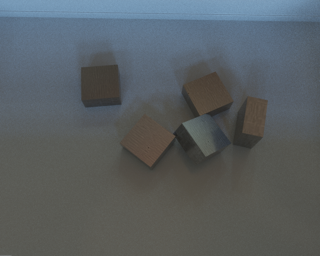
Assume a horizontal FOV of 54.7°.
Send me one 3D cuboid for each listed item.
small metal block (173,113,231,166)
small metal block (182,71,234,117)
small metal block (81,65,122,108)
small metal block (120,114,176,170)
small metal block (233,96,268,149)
[{"bbox_3d":[0.054,0.013,0.394,0.050,0.025,0.050,-21,69,-38],"label":"small metal block"},{"bbox_3d":[0.064,-0.043,0.426,0.050,0.025,0.050,-24,72,-9],"label":"small metal block"},{"bbox_3d":[-0.081,-0.058,0.430,0.050,0.025,0.050,-5,70,-2],"label":"small metal block"},{"bbox_3d":[-0.015,0.018,0.401,0.050,0.025,0.050,37,77,12],"label":"small metal block"},{"bbox_3d":[0.116,-0.006,0.400,0.025,0.050,0.050,13,71,4],"label":"small metal block"}]
